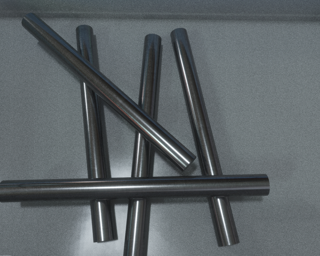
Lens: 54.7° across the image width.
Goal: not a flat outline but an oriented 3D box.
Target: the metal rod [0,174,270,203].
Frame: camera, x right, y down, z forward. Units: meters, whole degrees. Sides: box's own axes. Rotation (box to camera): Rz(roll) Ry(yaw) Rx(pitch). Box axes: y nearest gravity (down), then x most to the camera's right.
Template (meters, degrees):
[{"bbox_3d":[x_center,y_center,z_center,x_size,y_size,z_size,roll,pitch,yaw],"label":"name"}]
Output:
[{"bbox_3d":[-0.028,0.069,0.356,0.302,0.025,0.025,-1,70,-1],"label":"metal rod"}]

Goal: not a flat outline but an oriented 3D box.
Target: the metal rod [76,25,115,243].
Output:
[{"bbox_3d":[-0.089,-0.007,0.411,0.025,0.025,0.299,-9,70,-3],"label":"metal rod"}]

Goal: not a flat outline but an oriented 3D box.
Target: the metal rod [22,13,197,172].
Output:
[{"bbox_3d":[-0.074,-0.054,0.400,0.300,0.025,0.025,42,75,13],"label":"metal rod"}]

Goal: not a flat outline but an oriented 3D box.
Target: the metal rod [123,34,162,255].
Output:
[{"bbox_3d":[-0.020,0.009,0.406,0.025,0.025,0.299,4,70,1],"label":"metal rod"}]

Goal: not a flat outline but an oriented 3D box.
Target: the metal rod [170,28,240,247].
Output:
[{"bbox_3d":[0.054,-0.003,0.410,0.025,0.025,0.299,-10,70,-4],"label":"metal rod"}]
